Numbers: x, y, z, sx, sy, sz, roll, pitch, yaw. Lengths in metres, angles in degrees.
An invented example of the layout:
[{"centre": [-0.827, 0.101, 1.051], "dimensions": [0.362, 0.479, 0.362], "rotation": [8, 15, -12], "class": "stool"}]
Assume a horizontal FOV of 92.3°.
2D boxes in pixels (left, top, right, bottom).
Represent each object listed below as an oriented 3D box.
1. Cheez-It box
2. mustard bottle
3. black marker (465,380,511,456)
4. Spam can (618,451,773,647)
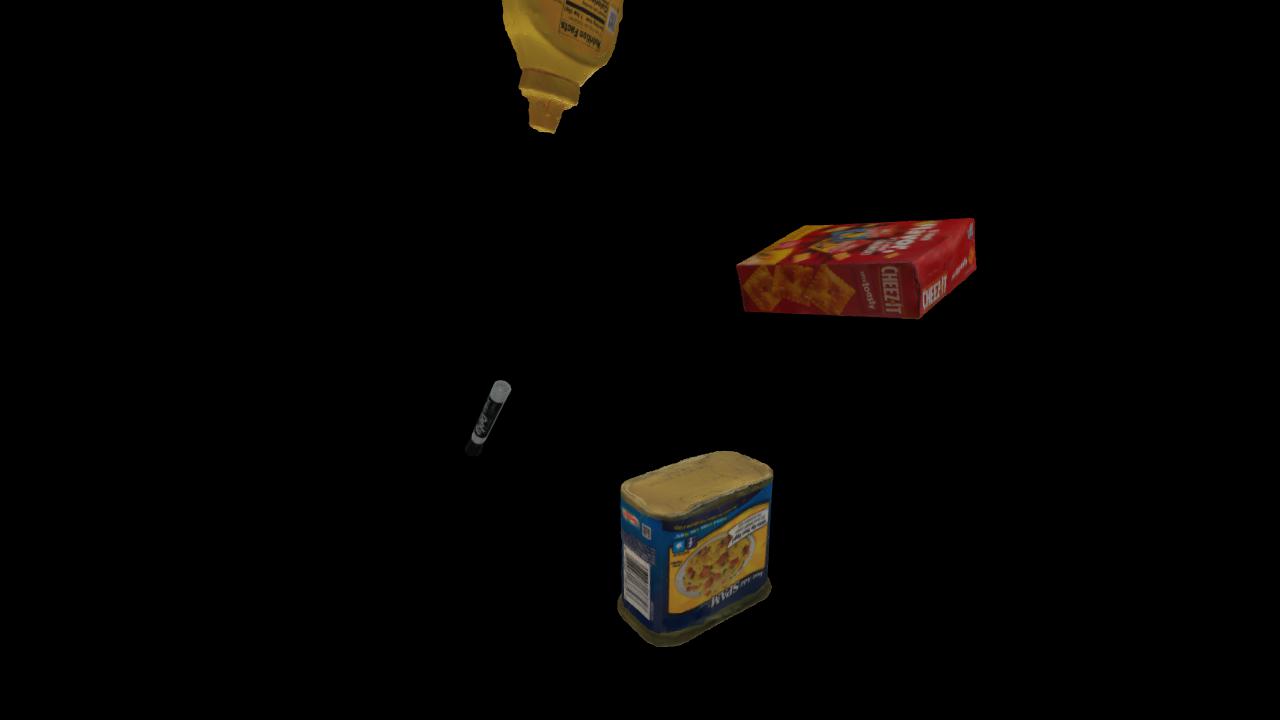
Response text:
[{"centre": [0.252, -0.111, 0.729], "dimensions": [0.223, 0.071, 0.166], "rotation": [8, 31, 46], "class": "Cheez-It box"}, {"centre": [-0.048, -0.247, 0.411], "dimensions": [0.054, 0.184, 0.092], "rotation": [22, 16, 31], "class": "mustard bottle"}, {"centre": [-0.167, 0.067, 0.666], "dimensions": [0.020, 0.020, 0.121], "rotation": [0, -41, -35], "class": "black marker"}, {"centre": [0.036, 0.111, 0.383], "dimensions": [0.101, 0.085, 0.058], "rotation": [-12, 20, -35], "class": "Spam can"}]
